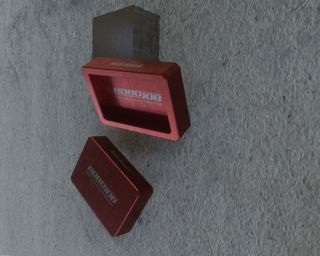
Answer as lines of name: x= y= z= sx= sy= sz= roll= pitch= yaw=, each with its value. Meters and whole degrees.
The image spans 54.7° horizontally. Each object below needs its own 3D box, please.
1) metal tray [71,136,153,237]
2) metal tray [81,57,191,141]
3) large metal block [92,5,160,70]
metal tray: x=-0.077 y=0.084 z=0.465 sx=0.130 sy=0.030 sz=0.089 roll=43 pitch=116 yaw=31
metal tray: x=-0.031 y=-0.039 z=0.388 sx=0.130 sy=0.030 sz=0.090 roll=12 pitch=132 yaw=33
large metal block: x=-0.048 y=-0.114 z=0.428 sx=0.080 sy=0.050 sz=0.079 roll=1 pitch=91 yaw=40
